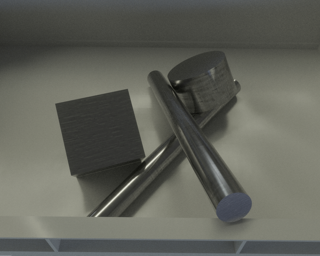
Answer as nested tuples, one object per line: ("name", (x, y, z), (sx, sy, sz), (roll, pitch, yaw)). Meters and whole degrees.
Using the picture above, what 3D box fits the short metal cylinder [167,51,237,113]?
("short metal cylinder", (0.057, -0.063, 0.420), (0.080, 0.050, 0.080), (-21, 27, 11))

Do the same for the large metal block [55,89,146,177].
("large metal block", (-0.068, 0.007, 0.360), (0.081, 0.050, 0.080), (-13, 81, -12))

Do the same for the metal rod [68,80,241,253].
("metal rod", (0.013, 0.026, 0.383), (0.025, 0.025, 0.301), (32, 57, 24))

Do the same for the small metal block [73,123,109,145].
("small metal block", (-0.090, -0.008, 0.410), (0.050, 0.025, 0.050), (-17, 52, -15))

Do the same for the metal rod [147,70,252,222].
("metal rod", (0.021, -0.011, 0.338), (0.025, 0.025, 0.300), (-9, 27, -8))
